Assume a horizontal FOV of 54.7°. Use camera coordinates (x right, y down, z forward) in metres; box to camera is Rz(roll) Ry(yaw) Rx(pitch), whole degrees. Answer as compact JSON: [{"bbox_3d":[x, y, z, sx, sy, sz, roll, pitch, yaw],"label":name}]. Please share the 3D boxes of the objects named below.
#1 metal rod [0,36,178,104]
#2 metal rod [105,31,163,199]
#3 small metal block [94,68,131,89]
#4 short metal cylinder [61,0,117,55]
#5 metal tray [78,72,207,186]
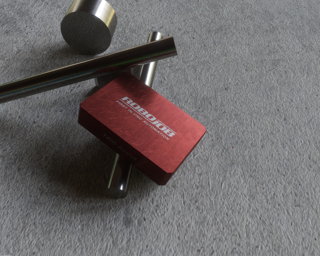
[{"bbox_3d":[-0.126,-0.069,0.411,0.301,0.025,0.025,-14,50,7],"label":"metal rod"},{"bbox_3d":[-0.028,-0.042,0.437,0.025,0.025,0.300,6,50,5],"label":"metal rod"},{"bbox_3d":[-0.070,-0.079,0.453,0.050,0.050,0.025,-19,53,-16],"label":"small metal block"},{"bbox_3d":[-0.115,-0.167,0.507,0.080,0.080,0.050,5,50,4],"label":"short metal cylinder"},{"bbox_3d":[-0.020,-0.004,0.374,0.130,0.030,0.090,37,50,9],"label":"metal tray"}]
